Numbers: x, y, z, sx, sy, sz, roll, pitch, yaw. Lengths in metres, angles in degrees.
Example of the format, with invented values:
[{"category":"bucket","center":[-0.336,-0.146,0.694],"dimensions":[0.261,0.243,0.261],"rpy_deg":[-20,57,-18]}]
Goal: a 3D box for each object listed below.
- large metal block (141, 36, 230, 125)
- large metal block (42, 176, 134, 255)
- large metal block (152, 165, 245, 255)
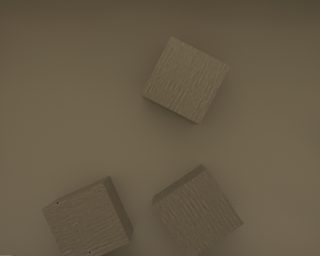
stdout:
[{"category":"large metal block","center":[0.031,-0.058,0.399],"dimensions":[0.080,0.050,0.080],"rpy_deg":[27,90,0]},{"category":"large metal block","center":[-0.089,0.118,0.398],"dimensions":[0.080,0.050,0.080],"rpy_deg":[-24,90,0]},{"category":"large metal block","center":[0.046,0.105,0.399],"dimensions":[0.080,0.050,0.080],"rpy_deg":[-34,90,0]}]
